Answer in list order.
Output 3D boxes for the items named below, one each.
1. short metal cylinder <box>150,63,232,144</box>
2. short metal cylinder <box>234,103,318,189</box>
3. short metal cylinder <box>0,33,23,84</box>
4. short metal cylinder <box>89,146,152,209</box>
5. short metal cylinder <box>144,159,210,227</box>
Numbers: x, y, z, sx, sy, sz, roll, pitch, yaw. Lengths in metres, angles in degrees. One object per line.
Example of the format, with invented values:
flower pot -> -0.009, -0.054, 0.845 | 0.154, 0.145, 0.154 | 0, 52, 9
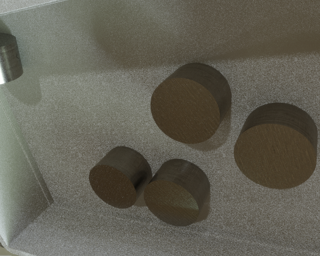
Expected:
short metal cylinder -> 0.036, -0.029, 0.356 | 0.080, 0.050, 0.079 | 13, 124, 21
short metal cylinder -> 0.127, 0.019, 0.337 | 0.080, 0.050, 0.079 | 13, 124, 21
short metal cylinder -> -0.243, -0.099, 0.440 | 0.080, 0.080, 0.050 | 15, 125, 19
short metal cylinder -> -0.059, 0.075, 0.470 | 0.080, 0.050, 0.079 | 13, 124, 21
short metal cylinder -> 0.024, 0.090, 0.436 | 0.080, 0.050, 0.079 | 13, 124, 21
